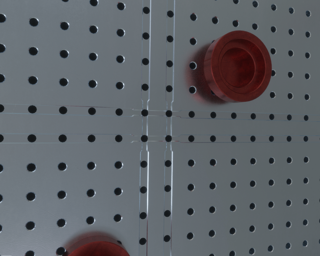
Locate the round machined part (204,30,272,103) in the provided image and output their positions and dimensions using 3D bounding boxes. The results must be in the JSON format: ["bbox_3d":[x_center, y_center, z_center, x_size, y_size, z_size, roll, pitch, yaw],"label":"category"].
[{"bbox_3d":[0.106,-0.084,0.442,0.099,0.042,0.097,0,90,-20],"label":"round machined part"}]

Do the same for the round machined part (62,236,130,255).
[{"bbox_3d":[-0.077,0.187,0.375,0.099,0.042,0.097,0,90,-20],"label":"round machined part"}]
